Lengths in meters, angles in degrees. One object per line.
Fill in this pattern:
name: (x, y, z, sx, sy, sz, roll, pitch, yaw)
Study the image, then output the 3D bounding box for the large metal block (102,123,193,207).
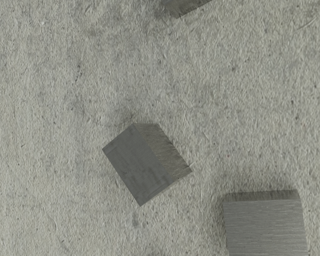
large metal block: (-0.013, 0.041, 0.384, 0.050, 0.080, 0.080, -39, 78, 16)

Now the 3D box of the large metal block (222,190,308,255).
large metal block: (0.120, 0.117, 0.353, 0.080, 0.050, 0.080, -7, 88, 20)

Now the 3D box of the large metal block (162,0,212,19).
large metal block: (0.035, -0.197, 0.383, 0.080, 0.050, 0.080, -23, 83, 18)
